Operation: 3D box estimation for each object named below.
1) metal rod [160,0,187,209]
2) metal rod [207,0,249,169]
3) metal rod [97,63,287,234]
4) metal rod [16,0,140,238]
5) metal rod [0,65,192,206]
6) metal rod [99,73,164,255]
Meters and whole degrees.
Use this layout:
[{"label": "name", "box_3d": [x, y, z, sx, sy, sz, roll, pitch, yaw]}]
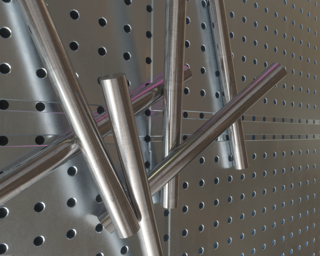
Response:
[{"label": "metal rod", "box_3d": [0.017, -0.042, 0.389, 0.025, 0.025, 0.298, -9, 106, -40]}, {"label": "metal rod", "box_3d": [0.109, -0.079, 0.498, 0.025, 0.025, 0.298, -18, 102, -38]}, {"label": "metal rod", "box_3d": [0.048, 0.017, 0.388, 0.301, 0.025, 0.025, -40, 116, -12]}, {"label": "metal rod", "box_3d": [-0.087, -0.029, 0.309, 0.025, 0.025, 0.299, -27, 99, -37]}, {"label": "metal rod", "box_3d": [-0.066, -0.003, 0.353, 0.302, 0.025, 0.025, -36, 113, -34]}, {"label": "metal rod", "box_3d": [-0.019, 0.088, 0.343, 0.025, 0.025, 0.298, -27, 117, -37]}]
